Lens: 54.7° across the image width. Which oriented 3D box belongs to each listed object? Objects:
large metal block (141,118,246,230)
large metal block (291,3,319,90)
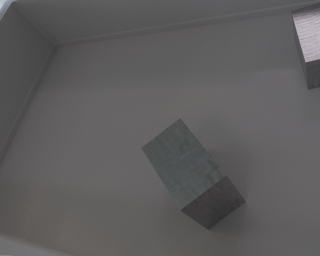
[{"bbox_3d":[0.036,0.049,0.322,0.050,0.080,0.080,-38,51,3],"label":"large metal block"},{"bbox_3d":[0.199,-0.098,0.345,0.080,0.050,0.080,-12,57,22],"label":"large metal block"}]
